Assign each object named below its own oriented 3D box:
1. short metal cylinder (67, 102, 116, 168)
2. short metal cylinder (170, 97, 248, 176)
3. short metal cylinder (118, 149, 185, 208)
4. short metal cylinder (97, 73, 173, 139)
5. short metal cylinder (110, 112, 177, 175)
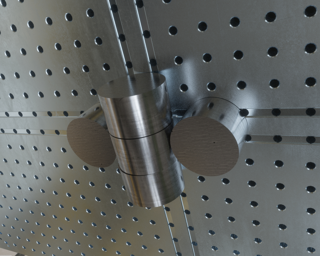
[{"bbox_3d":[-0.084,0.010,0.442,0.080,0.050,0.079,13,124,20],"label":"short metal cylinder"},{"bbox_3d":[0.059,0.010,0.368,0.080,0.050,0.079,13,124,20],"label":"short metal cylinder"},{"bbox_3d":[-0.010,0.061,0.417,0.080,0.080,0.050,1,119,27],"label":"short metal cylinder"},{"bbox_3d":[-0.028,-0.029,0.370,0.080,0.080,0.050,3,120,26],"label":"short metal cylinder"},{"bbox_3d":[-0.019,0.016,0.393,0.080,0.080,0.050,2,119,27],"label":"short metal cylinder"}]
